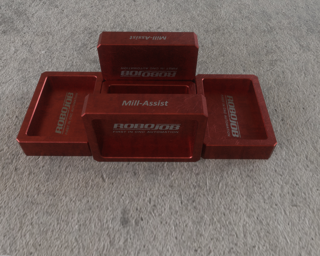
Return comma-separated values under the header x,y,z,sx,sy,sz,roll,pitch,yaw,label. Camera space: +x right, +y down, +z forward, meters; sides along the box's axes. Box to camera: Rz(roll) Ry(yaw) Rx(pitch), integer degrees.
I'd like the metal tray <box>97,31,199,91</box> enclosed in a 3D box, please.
x,y,z,sx,sy,sz,roll,pitch,yaw,label
-0.016,-0.089,0.437,0.131,0.089,0.030,0,50,-1,metal tray

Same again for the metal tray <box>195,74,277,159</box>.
x,y,z,sx,sy,sz,roll,pitch,yaw,label
0.095,-0.019,0.419,0.091,0.030,0.130,1,50,0,metal tray

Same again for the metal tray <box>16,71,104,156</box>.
x,y,z,sx,sy,sz,roll,pitch,yaw,label
-0.126,-0.023,0.419,0.091,0.030,0.130,1,50,0,metal tray

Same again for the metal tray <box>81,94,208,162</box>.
x,y,z,sx,sy,sz,roll,pitch,yaw,label
-0.016,0.002,0.358,0.131,0.089,0.030,0,50,0,metal tray

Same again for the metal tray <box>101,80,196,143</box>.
x,y,z,sx,sy,sz,roll,pitch,yaw,label
-0.016,-0.024,0.421,0.131,0.030,0.090,1,50,0,metal tray
